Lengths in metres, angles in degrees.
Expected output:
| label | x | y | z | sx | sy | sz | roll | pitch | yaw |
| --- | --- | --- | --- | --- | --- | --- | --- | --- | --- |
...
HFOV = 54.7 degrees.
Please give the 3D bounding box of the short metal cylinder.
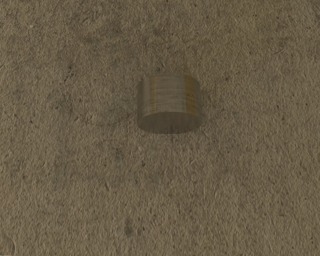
| label | x | y | z | sx | sy | sz | roll | pitch | yaw |
| --- | --- | --- | --- | --- | --- | --- | --- | --- | --- |
| short metal cylinder | 0.012 | -0.028 | 0.391 | 0.081 | 0.080 | 0.050 | -1 | 70 | -1 |
